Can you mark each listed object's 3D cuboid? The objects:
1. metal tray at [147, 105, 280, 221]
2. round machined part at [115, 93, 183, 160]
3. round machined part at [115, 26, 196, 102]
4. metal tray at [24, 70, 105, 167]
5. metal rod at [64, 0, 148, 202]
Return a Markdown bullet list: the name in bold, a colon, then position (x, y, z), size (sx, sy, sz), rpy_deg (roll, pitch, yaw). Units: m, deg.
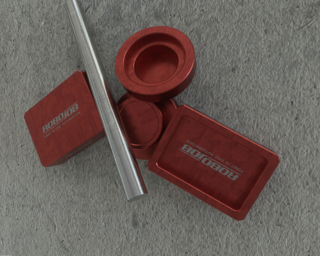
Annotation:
- **metal tray**: position (0.062, 0.039, 0.374), size (0.130, 0.030, 0.090), rpy_deg (29, 99, 7)
- **round machined part**: position (-0.022, -0.007, 0.409), size (0.098, 0.042, 0.097), rpy_deg (0, 90, 20)
- **round machined part**: position (-0.003, -0.076, 0.391), size (0.098, 0.042, 0.098), rpy_deg (-4, 67, 11)
- **metal tray**: position (-0.131, -0.011, 0.442), size (0.130, 0.030, 0.090), rpy_deg (-31, 77, 26)
- **metal rod**: position (-0.076, -0.051, 0.402), size (0.025, 0.025, 0.299), rpy_deg (-29, 68, 17)
